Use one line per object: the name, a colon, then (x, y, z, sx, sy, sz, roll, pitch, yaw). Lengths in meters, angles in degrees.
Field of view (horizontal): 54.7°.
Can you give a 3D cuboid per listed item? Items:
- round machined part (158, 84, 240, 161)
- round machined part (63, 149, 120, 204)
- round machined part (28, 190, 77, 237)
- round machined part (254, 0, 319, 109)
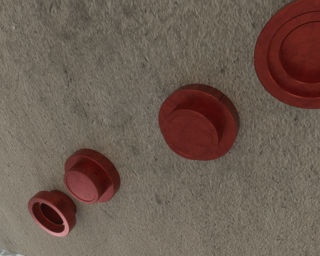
round machined part: (0.042, 0.000, 0.373, 0.098, 0.042, 0.097, 13, 124, 21)
round machined part: (-0.118, 0.086, 0.512, 0.098, 0.042, 0.097, 13, 124, 21)
round machined part: (-0.203, 0.160, 0.602, 0.098, 0.042, 0.097, 13, 124, 21)
round machined part: (0.139, -0.070, 0.279, 0.098, 0.042, 0.097, 13, 124, 21)
